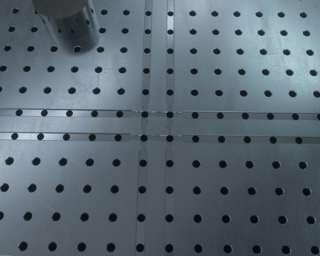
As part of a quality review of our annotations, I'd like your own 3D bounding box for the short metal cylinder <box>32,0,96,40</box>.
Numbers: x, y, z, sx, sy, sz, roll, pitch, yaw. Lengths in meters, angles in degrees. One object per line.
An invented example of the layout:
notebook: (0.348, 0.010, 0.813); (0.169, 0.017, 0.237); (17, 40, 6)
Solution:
short metal cylinder: (-0.141, -0.180, 0.463); (0.081, 0.050, 0.080); (0, 70, 0)
